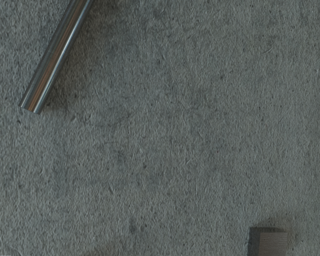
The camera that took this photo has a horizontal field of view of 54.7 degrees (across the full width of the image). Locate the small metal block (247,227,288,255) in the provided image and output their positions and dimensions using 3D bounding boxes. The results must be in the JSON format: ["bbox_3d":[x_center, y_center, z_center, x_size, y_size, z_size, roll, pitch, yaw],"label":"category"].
[{"bbox_3d":[0.163,0.180,0.472,0.050,0.025,0.050,7,88,-20],"label":"small metal block"}]

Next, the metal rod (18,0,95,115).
[{"bbox_3d":[-0.092,-0.156,0.375,0.025,0.025,0.299,26,81,-19],"label":"metal rod"}]
